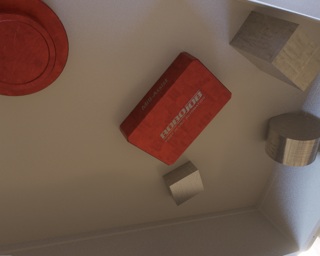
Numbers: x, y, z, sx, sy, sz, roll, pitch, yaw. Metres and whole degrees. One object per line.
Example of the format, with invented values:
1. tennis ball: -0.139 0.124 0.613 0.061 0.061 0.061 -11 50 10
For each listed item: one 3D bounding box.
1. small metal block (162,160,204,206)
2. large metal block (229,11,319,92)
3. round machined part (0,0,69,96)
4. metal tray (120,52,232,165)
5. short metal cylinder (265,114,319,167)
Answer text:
1. small metal block: 0.037 0.087 0.485 0.050 0.025 0.050 -28 128 -11
2. large metal block: 0.151 -0.099 0.397 0.080 0.080 0.050 24 105 -37
3. round machined part: -0.133 -0.073 0.280 0.099 0.042 0.097 -14 125 -21
4. metal tray: 0.022 -0.021 0.406 0.130 0.030 0.090 -50 129 7
5. short metal cylinder: 0.217 0.018 0.506 0.081 0.080 0.050 -16 125 -20
